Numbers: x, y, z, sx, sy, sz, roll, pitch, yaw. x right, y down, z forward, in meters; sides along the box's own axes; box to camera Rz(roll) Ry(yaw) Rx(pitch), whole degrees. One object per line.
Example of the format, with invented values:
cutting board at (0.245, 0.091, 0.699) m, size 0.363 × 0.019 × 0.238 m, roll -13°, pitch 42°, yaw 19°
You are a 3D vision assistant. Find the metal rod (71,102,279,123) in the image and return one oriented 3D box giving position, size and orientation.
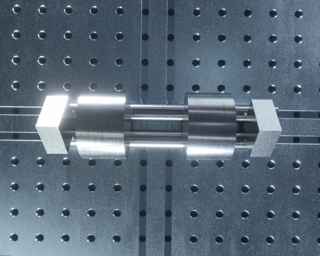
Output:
metal rod at (0.004, -0.020, 0.413) m, size 0.302 × 0.025 × 0.025 m, roll 1°, pitch 90°, yaw 0°

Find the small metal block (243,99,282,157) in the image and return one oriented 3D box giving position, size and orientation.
small metal block at (0.123, 0.000, 0.379) m, size 0.025 × 0.050 × 0.050 m, roll 1°, pitch 49°, yaw 0°

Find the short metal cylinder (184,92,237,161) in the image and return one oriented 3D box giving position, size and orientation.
short metal cylinder at (0.055, -0.002, 0.364) m, size 0.050 × 0.080 × 0.079 m, roll 1°, pitch 90°, yaw 0°

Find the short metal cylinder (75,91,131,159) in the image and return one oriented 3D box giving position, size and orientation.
short metal cylinder at (-0.063, -0.004, 0.363) m, size 0.050 × 0.080 × 0.079 m, roll 1°, pitch 90°, yaw 0°

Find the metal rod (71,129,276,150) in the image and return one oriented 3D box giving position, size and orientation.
metal rod at (0.001, 0.015, 0.413) m, size 0.302 × 0.025 × 0.025 m, roll 1°, pitch 90°, yaw 0°

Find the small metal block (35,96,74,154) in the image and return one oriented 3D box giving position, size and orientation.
small metal block at (-0.125, -0.004, 0.377) m, size 0.025 × 0.050 × 0.050 m, roll 1°, pitch 48°, yaw 0°
